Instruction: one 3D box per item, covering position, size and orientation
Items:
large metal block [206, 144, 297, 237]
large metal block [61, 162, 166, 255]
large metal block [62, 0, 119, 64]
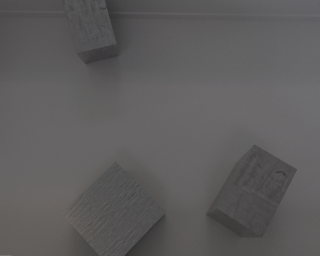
[{"bbox_3d":[0.100,0.075,0.353,0.050,0.080,0.080,32,73,11],"label":"large metal block"},{"bbox_3d":[-0.050,0.100,0.359,0.080,0.050,0.080,43,75,14],"label":"large metal block"},{"bbox_3d":[-0.092,-0.137,0.417,0.050,0.080,0.080,-15,94,-5],"label":"large metal block"}]
